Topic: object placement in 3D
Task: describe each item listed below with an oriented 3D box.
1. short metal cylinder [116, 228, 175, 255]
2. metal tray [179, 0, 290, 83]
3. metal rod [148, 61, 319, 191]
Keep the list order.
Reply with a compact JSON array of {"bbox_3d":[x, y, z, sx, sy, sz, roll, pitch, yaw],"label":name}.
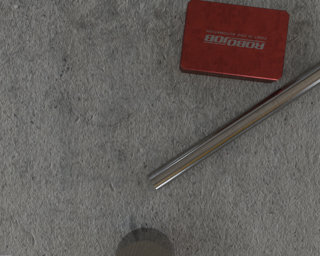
[{"bbox_3d":[-0.019,0.176,0.398,0.081,0.050,0.080,0,90,0],"label":"short metal cylinder"},{"bbox_3d":[0.096,-0.112,0.408,0.131,0.030,0.089,7,90,0],"label":"metal tray"},{"bbox_3d":[0.116,-0.010,0.411,0.301,0.025,0.025,-33,90,0],"label":"metal rod"}]
